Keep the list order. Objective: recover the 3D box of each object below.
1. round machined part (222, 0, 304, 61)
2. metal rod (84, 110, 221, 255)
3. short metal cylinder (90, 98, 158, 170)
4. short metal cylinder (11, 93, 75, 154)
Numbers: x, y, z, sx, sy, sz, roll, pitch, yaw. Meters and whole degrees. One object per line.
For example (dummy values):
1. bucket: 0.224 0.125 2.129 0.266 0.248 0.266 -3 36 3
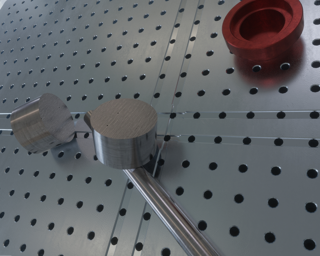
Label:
1. round machined part: 0.135 -0.127 0.405 0.098 0.042 0.098 -13 56 21
2. metal rod: -0.021 0.064 0.379 0.025 0.025 0.300 -44 51 -2
3. short metal cylinder: -0.044 0.006 0.390 0.081 0.050 0.080 1 40 -1
4. short metal cylinder: -0.175 -0.007 0.469 0.050 0.080 0.080 -22 54 15
